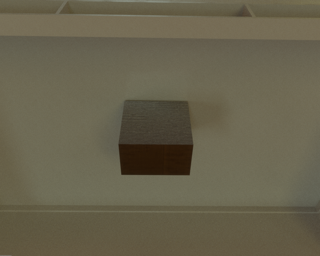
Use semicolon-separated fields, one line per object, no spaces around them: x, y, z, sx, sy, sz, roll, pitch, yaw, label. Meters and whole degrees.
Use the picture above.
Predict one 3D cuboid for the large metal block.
-0.005;0.011;0.379;0.080;0.080;0.050;1;130;-1;large metal block
